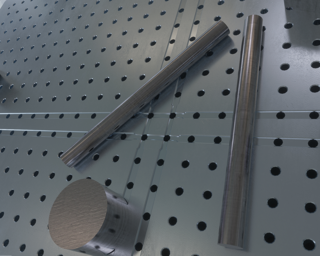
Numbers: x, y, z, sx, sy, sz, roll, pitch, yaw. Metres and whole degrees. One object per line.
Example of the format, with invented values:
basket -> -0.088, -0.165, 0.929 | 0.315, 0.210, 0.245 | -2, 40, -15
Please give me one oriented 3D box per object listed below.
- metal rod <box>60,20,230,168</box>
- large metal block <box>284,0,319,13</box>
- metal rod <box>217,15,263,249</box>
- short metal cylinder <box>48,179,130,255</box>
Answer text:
metal rod -> -0.021, -0.049, 0.449 | 0.300, 0.025, 0.025 | -40, 51, 0
large metal block -> 0.200, -0.211, 0.397 | 0.050, 0.080, 0.080 | 28, 77, 37
metal rod -> 0.099, -0.016, 0.366 | 0.025, 0.025, 0.300 | -1, 61, 27
short metal cylinder -> -0.084, 0.107, 0.370 | 0.080, 0.050, 0.080 | -13, 56, 21
